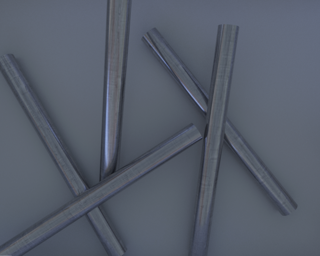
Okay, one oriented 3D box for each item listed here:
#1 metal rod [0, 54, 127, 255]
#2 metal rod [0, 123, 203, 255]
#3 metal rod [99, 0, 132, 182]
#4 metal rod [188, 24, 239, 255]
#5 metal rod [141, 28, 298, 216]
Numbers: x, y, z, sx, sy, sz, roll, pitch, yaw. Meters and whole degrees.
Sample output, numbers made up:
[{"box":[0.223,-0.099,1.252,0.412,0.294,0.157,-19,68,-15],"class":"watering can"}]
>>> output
[{"box":[-0.130,0.038,0.409,0.025,0.025,0.299,-30,90,0],"class":"metal rod"},{"box":[-0.080,0.085,0.383,0.301,0.025,0.025,-33,90,-3],"class":"metal rod"},{"box":[-0.051,-0.060,0.349,0.025,0.025,0.298,7,115,-1],"class":"metal rod"},{"box":[0.066,0.025,0.391,0.025,0.025,0.298,6,98,-1],"class":"metal rod"},{"box":[0.079,-0.008,0.412,0.025,0.025,0.300,-39,91,0],"class":"metal rod"}]
